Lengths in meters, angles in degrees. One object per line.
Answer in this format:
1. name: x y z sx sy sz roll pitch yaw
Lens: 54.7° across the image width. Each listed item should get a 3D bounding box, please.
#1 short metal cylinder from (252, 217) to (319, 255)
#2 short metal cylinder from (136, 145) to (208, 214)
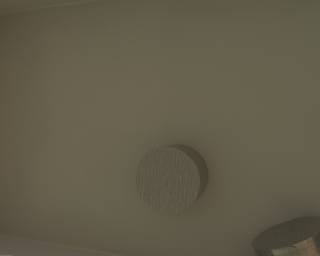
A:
1. short metal cylinder: 0.147 0.135 0.330 0.080 0.080 0.050 -26 82 18
2. short metal cylinder: 0.016 0.062 0.391 0.080 0.050 0.079 0 90 19
